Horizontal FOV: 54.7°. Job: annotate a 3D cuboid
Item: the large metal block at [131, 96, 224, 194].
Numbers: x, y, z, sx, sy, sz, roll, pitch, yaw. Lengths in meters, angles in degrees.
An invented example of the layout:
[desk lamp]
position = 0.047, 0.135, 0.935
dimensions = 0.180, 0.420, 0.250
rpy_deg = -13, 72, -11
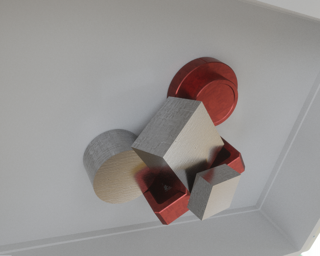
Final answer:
[large metal block]
position = 0.025, 0.021, 0.372
dimensions = 0.080, 0.050, 0.080
rpy_deg = -54, 133, -22

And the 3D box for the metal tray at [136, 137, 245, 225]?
[metal tray]
position = 0.036, 0.058, 0.421
dimensions = 0.131, 0.090, 0.030
rpy_deg = -33, 128, -7

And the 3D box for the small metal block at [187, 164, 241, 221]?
[small metal block]
position = 0.064, 0.075, 0.366
dimensions = 0.050, 0.025, 0.050
rpy_deg = -11, 124, -39

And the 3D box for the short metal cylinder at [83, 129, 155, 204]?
[short metal cylinder]
position = -0.051, 0.048, 0.393
dimensions = 0.081, 0.050, 0.079
rpy_deg = -14, 125, -21

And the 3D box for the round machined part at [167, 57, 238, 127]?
[round machined part]
position = 0.062, -0.040, 0.407
dimensions = 0.099, 0.042, 0.097
rpy_deg = -14, 125, -21
